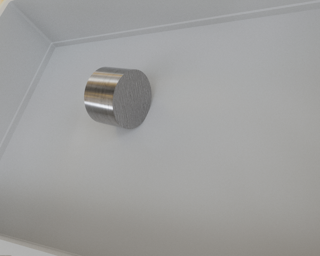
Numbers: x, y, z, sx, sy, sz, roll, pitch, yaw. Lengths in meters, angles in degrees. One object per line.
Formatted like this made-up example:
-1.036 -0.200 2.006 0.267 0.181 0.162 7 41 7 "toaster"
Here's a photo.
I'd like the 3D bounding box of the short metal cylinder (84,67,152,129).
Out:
-0.056 -0.042 0.424 0.050 0.080 0.080 12 68 33 "short metal cylinder"
